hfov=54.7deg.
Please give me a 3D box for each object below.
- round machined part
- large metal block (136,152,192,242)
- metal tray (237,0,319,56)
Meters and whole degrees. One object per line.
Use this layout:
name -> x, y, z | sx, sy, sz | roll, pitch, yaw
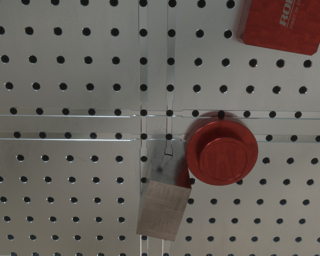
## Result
round machined part -> 0.084, 0.036, 0.418 | 0.099, 0.042, 0.097 | 0, 110, 0
large metal block -> 0.004, 0.089, 0.417 | 0.050, 0.080, 0.079 | 13, 110, -5
metal tray -> 0.150, -0.156, 0.354 | 0.091, 0.030, 0.129 | 9, 110, -4
